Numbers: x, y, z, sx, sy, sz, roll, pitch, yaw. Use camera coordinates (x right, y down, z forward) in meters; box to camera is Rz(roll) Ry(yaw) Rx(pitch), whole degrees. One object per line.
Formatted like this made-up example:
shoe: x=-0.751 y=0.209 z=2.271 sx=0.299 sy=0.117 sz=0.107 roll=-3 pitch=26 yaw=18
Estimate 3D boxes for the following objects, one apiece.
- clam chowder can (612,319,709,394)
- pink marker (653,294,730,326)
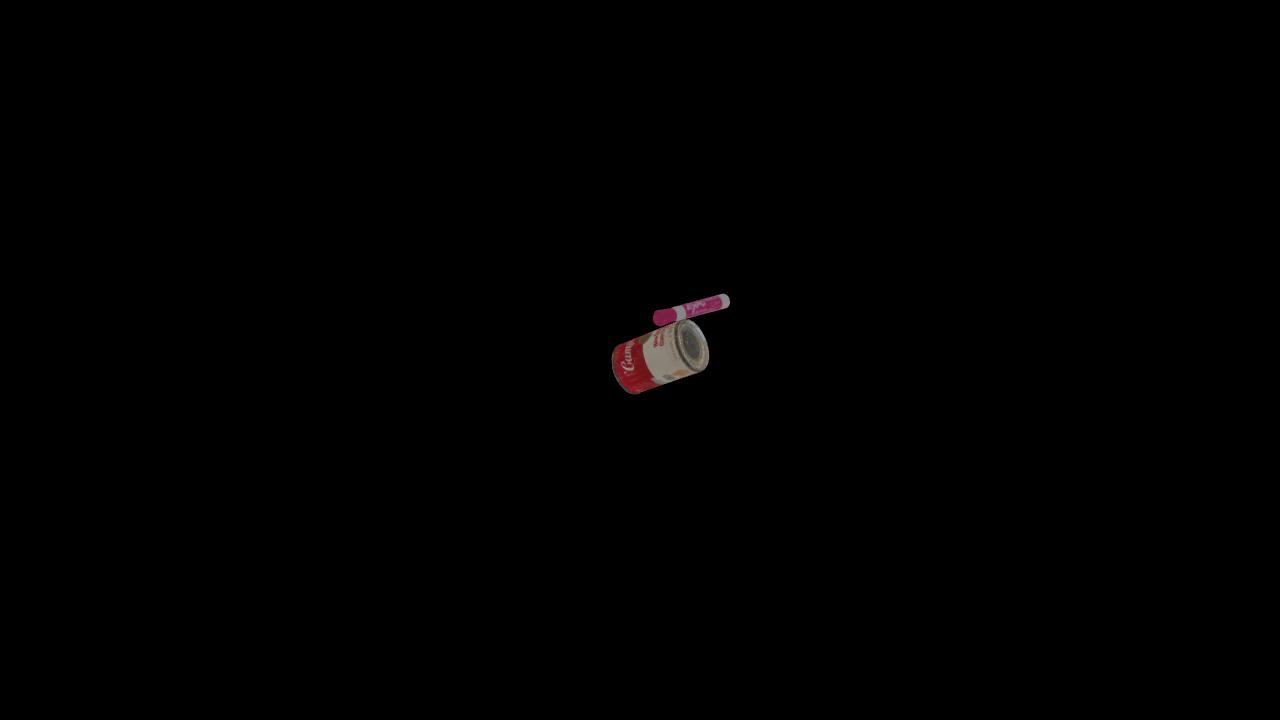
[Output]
clam chowder can: x=0.025 y=-0.003 z=0.750 sx=0.102 sy=0.068 sz=0.068 roll=-20 pitch=-12 yaw=34
pink marker: x=0.061 y=-0.060 z=0.727 sx=0.121 sy=0.020 sz=0.020 roll=-18 pitch=12 yaw=-40
